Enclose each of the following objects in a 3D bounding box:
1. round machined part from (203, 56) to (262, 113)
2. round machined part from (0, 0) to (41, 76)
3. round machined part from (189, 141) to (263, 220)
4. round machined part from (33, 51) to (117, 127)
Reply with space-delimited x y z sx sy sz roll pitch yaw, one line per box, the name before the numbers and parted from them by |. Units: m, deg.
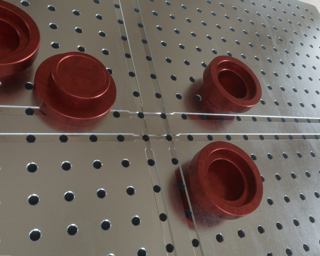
round machined part | 0.111 -0.065 0.499 0.099 0.042 0.098 14 56 -21
round machined part | -0.192 -0.098 0.354 0.099 0.042 0.098 14 56 -21
round machined part | 0.080 0.070 0.400 0.099 0.042 0.098 14 56 -21
round machined part | -0.100 -0.054 0.377 0.099 0.042 0.098 14 56 -21
